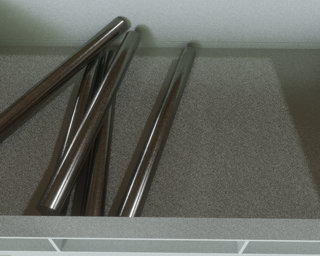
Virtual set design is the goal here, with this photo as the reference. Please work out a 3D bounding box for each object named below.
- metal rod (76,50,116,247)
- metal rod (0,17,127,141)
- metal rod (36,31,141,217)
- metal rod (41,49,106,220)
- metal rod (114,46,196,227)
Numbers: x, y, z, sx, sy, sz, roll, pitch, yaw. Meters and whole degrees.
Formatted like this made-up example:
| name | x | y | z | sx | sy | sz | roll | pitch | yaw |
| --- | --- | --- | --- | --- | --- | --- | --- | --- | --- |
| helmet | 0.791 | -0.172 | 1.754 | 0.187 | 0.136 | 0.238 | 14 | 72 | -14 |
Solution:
| name | x | y | z | sx | sy | sz | roll | pitch | yaw |
| --- | --- | --- | --- | --- | --- | --- | --- | --- | --- |
| metal rod | -0.074 | -0.001 | 0.404 | 0.025 | 0.025 | 0.300 | -1 | 50 | -1 |
| metal rod | -0.151 | -0.063 | 0.434 | 0.025 | 0.025 | 0.301 | 29 | 62 | 22 |
| metal rod | -0.076 | -0.031 | 0.396 | 0.025 | 0.025 | 0.300 | 10 | 51 | 8 |
| metal rod | -0.108 | -0.023 | 0.422 | 0.025 | 0.025 | 0.300 | 1 | 50 | 1 |
| metal rod | 0.006 | -0.013 | 0.415 | 0.025 | 0.025 | 0.300 | 12 | 51 | 10 |
